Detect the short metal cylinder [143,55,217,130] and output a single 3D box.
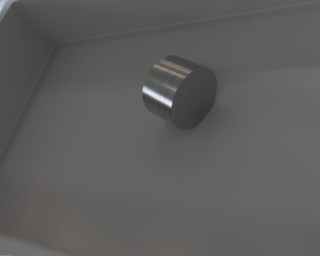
[{"bbox_3d":[0.025,-0.044,0.385,0.050,0.080,0.080,31,79,38],"label":"short metal cylinder"}]
